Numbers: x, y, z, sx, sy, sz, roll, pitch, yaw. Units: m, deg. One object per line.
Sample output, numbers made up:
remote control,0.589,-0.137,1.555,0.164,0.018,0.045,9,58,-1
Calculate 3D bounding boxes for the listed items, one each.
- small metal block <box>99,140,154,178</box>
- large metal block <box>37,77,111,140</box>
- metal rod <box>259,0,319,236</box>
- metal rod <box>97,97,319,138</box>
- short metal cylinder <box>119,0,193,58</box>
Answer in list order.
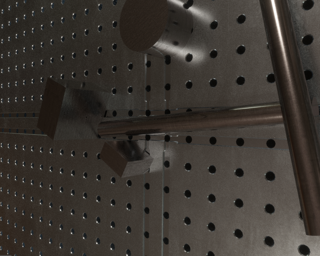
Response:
small metal block,-0.046,0.041,0.429,0.050,0.050,0.025,36,112,34
large metal block,-0.133,-0.029,0.481,0.050,0.081,0.079,29,108,36
metal rod,0.117,-0.059,0.285,0.025,0.025,0.299,-17,71,38
metal rod,0.029,-0.007,0.383,0.300,0.025,0.025,-5,87,39
short metal cylinder,-0.006,-0.133,0.396,0.080,0.050,0.079,0,90,39
